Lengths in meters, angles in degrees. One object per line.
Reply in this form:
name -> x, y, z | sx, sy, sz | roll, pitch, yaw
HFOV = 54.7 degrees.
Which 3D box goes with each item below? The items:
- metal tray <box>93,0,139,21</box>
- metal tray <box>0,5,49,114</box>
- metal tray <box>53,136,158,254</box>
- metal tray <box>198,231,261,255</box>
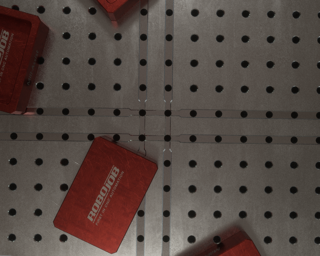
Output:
metal tray -> -0.073, -0.222, 0.409 | 0.090, 0.030, 0.130 | -42, 91, 0
metal tray -> -0.211, -0.091, 0.407 | 0.091, 0.030, 0.129 | 16, 90, -1
metal tray -> -0.070, 0.086, 0.410 | 0.090, 0.030, 0.129 | 26, 90, -1
metal tray -> 0.082, 0.211, 0.412 | 0.130, 0.030, 0.090 | -30, 90, -1
